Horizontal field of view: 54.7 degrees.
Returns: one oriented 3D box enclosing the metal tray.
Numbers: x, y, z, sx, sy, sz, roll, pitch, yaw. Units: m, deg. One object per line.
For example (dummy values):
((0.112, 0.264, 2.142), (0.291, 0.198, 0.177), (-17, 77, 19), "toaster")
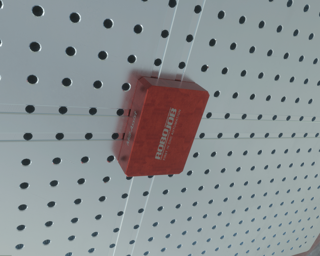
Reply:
((0.003, 0.002, 0.412), (0.091, 0.030, 0.129), (2, 118, -30), "metal tray")
